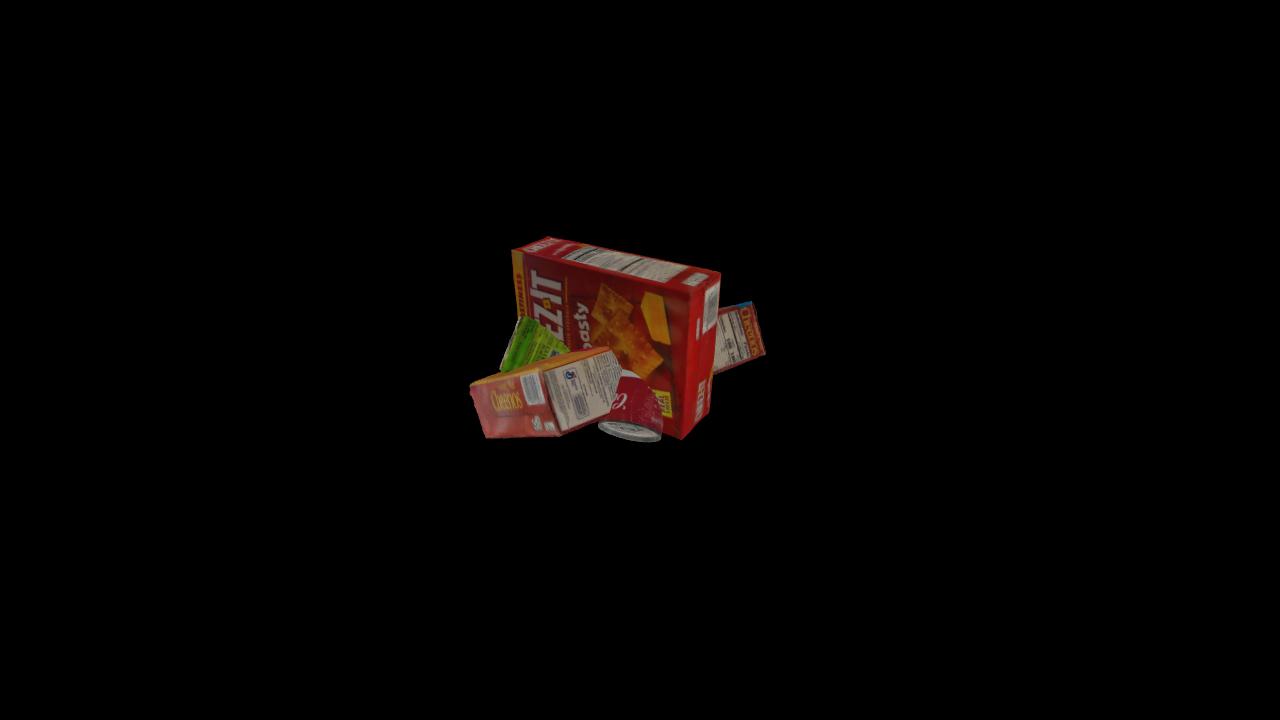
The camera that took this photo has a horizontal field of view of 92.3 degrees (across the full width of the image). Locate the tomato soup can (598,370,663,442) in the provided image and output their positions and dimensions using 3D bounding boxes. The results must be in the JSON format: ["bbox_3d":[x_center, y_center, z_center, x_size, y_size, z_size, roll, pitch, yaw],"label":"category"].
[{"bbox_3d":[-0.001,0.029,0.648,0.068,0.101,0.068,11,-20,4],"label":"tomato soup can"}]

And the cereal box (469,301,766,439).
[{"bbox_3d":[-0.025,0.011,0.745,0.306,0.081,0.203,-20,5,-35],"label":"cereal box"}]

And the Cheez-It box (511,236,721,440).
[{"bbox_3d":[-0.030,-0.030,0.661,0.223,0.166,0.071,18,33,28],"label":"Cheez-It box"}]

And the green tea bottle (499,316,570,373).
[{"bbox_3d":[-0.048,0.020,0.696,0.212,0.073,0.073,23,-4,-10],"label":"green tea bottle"}]
